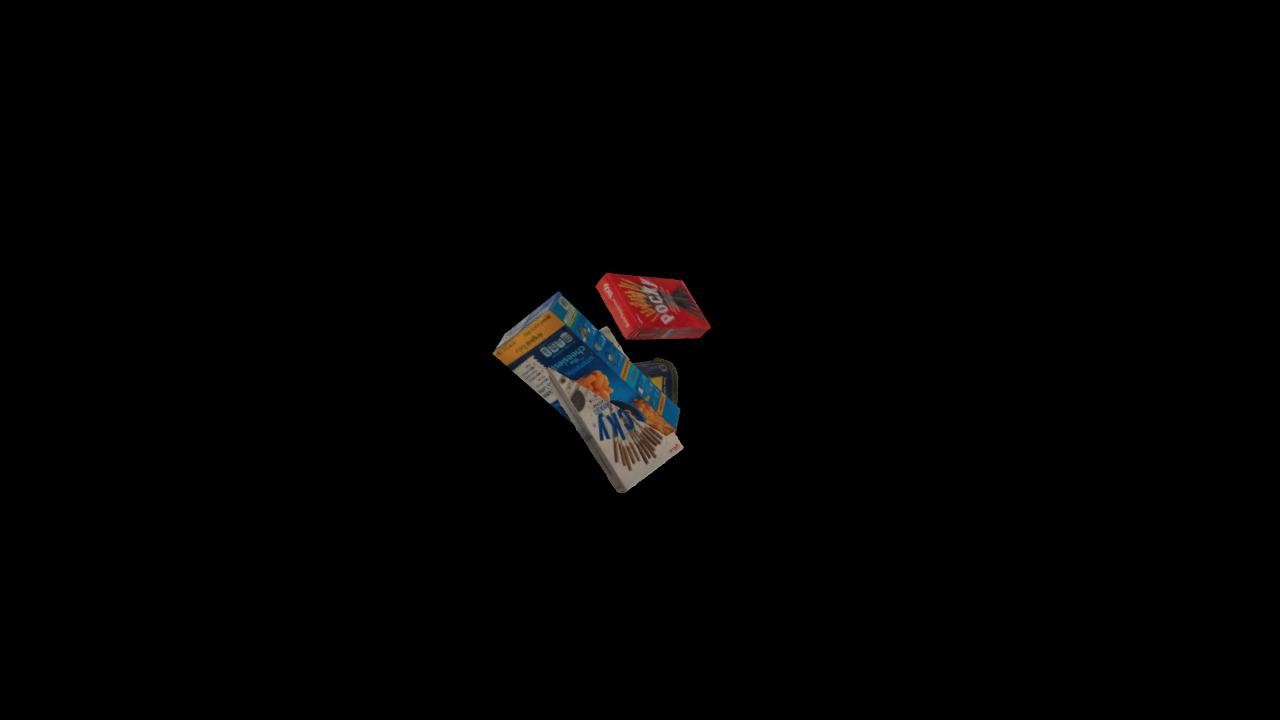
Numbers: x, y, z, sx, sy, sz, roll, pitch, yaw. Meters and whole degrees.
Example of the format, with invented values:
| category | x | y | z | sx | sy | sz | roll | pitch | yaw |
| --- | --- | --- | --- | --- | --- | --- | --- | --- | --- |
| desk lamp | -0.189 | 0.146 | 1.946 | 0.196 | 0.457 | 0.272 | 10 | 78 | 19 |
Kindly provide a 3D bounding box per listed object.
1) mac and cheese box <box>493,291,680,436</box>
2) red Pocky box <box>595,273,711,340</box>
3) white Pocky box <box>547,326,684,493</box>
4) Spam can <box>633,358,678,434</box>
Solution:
| category | x | y | z | sx | sy | sz | roll | pitch | yaw |
| --- | --- | --- | --- | --- | --- | --- | --- | --- | --- |
| mac and cheese box | -0.052 | 0.023 | 0.634 | 0.093 | 0.184 | 0.041 | -33 | 24 | 31 |
| red Pocky box | 0.021 | -0.065 | 0.765 | 0.155 | 0.083 | 0.028 | -4 | -31 | -51 |
| white Pocky box | -0.029 | 0.050 | 0.633 | 0.084 | 0.154 | 0.028 | -32 | -1 | -30 |
| Spam can | -0.004 | 0.053 | 0.760 | 0.085 | 0.101 | 0.058 | -8 | 14 | -33 |
